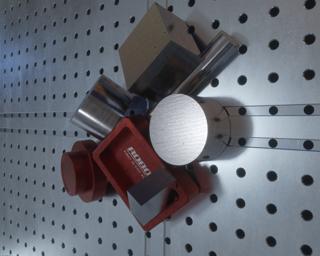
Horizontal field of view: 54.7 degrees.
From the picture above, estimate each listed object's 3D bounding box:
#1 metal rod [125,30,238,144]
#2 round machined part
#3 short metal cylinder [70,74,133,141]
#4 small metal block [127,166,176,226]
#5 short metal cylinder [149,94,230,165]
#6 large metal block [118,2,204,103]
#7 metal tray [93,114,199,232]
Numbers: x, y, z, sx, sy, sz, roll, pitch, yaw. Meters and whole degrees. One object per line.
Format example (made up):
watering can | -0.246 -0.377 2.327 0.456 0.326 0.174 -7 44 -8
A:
metal rod | -0.013 -0.009 0.422 0.299 0.025 0.025 -45 63 31
round machined part | -0.124 0.068 0.483 0.098 0.042 0.097 14 107 54
short metal cylinder | -0.082 -0.029 0.434 0.080 0.050 0.080 -49 18 22
small metal block | -0.009 0.080 0.362 0.025 0.050 0.050 41 150 30
short metal cylinder | 0.034 0.002 0.364 0.080 0.050 0.079 0 90 40
large metal block | -0.003 -0.091 0.380 0.080 0.050 0.080 -44 44 31
metal tray | -0.022 0.058 0.406 0.090 0.030 0.130 -45 76 31
